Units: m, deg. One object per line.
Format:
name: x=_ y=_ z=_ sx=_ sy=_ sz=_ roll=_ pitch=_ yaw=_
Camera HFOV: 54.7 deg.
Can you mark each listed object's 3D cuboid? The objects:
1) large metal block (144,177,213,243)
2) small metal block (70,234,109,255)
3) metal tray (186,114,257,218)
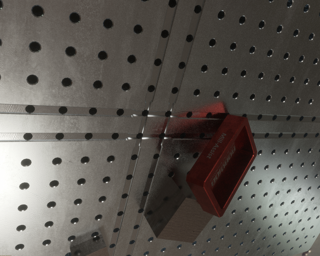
large metal block: x=0.036 y=0.134 z=0.499 sx=0.080 sy=0.050 sz=0.080 roll=24 pitch=106 yaw=-37
small metal block: x=-0.106 y=0.199 z=0.478 sx=0.050 sy=0.025 sz=0.050 roll=-19 pitch=126 yaw=-18
metal tray: x=0.097 y=0.055 z=0.461 sx=0.130 sy=0.030 sz=0.090 roll=-52 pitch=134 yaw=-26
